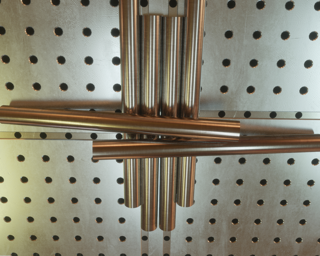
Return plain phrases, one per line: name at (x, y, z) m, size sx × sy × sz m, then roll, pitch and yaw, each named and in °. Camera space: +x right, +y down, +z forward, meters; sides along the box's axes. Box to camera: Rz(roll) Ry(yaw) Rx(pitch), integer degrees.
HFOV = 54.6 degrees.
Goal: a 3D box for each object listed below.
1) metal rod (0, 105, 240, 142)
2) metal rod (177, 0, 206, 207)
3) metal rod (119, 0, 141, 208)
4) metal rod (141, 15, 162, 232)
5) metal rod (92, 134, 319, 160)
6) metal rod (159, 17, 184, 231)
metal rod at (-0.056, -0.007, 0.386) m, size 0.301 × 0.025 × 0.025 m, roll 4°, pitch 110°, yaw 8°
metal rod at (0.039, -0.031, 0.401) m, size 0.025 × 0.025 × 0.298 m, roll 1°, pitch 110°, yaw 0°
metal rod at (-0.037, -0.030, 0.401) m, size 0.025 × 0.025 × 0.298 m, roll 1°, pitch 110°, yaw 0°
metal rod at (-0.013, 0.008, 0.415) m, size 0.025 × 0.025 × 0.298 m, roll 1°, pitch 110°, yaw -1°
metal rod at (0.068, 0.024, 0.400) m, size 0.302 × 0.025 × 0.025 m, roll -1°, pitch 110°, yaw -9°
metal rod at (0.013, 0.008, 0.417) m, size 0.025 × 0.025 × 0.298 m, roll 1°, pitch 110°, yaw 0°
